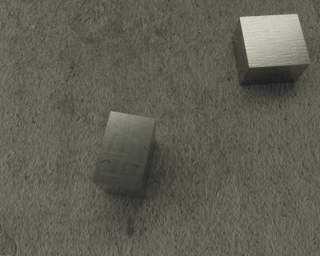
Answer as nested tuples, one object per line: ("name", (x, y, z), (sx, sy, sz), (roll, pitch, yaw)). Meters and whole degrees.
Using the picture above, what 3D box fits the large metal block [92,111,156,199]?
("large metal block", (-0.037, 0.036, 0.365), (0.050, 0.080, 0.080), (10, 70, 4))

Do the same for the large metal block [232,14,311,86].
("large metal block", (0.152, -0.109, 0.436), (0.081, 0.050, 0.080), (-4, 70, -2))
